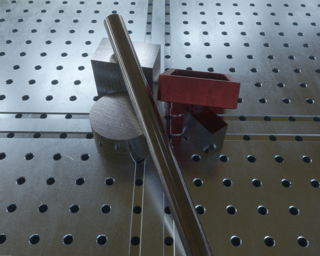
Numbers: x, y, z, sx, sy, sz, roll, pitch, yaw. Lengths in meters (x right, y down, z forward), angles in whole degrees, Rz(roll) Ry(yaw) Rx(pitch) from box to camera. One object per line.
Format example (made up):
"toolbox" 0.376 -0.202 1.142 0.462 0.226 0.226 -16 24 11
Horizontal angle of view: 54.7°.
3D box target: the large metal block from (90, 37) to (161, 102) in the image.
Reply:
"large metal block" -0.044 -0.074 0.433 0.080 0.080 0.050 9 51 7

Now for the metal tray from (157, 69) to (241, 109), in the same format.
"metal tray" 0.050 -0.055 0.405 0.090 0.030 0.130 7 15 5

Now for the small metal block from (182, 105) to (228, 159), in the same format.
"small metal block" 0.055 0.002 0.390 0.025 0.050 0.050 -29 56 -22

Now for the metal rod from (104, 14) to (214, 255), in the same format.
"metal rod" -0.009 -0.002 0.346 0.025 0.025 0.299 -16 72 -14

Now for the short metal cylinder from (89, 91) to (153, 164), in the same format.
"short metal cylinder" -0.045 -0.001 0.392 0.081 0.050 0.080 0 50 0
